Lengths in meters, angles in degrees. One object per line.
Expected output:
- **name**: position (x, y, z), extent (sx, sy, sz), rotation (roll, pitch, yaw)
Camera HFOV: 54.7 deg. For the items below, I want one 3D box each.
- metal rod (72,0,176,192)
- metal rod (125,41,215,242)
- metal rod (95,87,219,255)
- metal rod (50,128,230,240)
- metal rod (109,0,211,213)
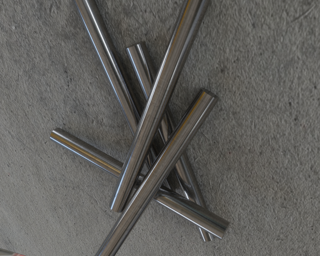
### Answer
- **metal rod**: position (-0.040, -0.029, 0.410), extent (0.025, 0.025, 0.299), rotation (-9, 114, 32)
- **metal rod**: position (0.022, 0.032, 0.415), extent (0.025, 0.025, 0.299), rotation (-8, 115, 32)
- **metal rod**: position (-0.016, 0.080, 0.404), extent (0.025, 0.025, 0.298), rotation (34, 110, 6)
- **metal rod**: position (-0.043, 0.070, 0.446), extent (0.300, 0.025, 0.025), rotation (25, 128, 22)
- **metal rod**: position (-0.009, -0.013, 0.369), extent (0.025, 0.025, 0.298), rotation (28, 117, 11)
